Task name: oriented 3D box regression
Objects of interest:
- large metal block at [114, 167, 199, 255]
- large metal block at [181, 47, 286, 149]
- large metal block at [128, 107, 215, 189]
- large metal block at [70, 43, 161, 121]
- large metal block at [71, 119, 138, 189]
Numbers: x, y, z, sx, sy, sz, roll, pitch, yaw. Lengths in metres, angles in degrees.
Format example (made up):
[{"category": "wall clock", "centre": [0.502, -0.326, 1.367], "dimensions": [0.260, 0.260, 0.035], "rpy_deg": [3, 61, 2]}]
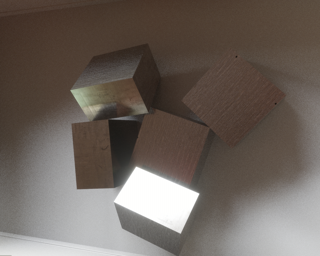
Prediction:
[{"category": "large metal block", "centre": [-0.003, 0.102, 0.373], "dimensions": [0.080, 0.080, 0.050], "rpy_deg": [21, 55, 17]}, {"category": "large metal block", "centre": [0.087, -0.033, 0.365], "dimensions": [0.080, 0.050, 0.080], "rpy_deg": [45, 104, 14]}, {"category": "large metal block", "centre": [0.017, 0.024, 0.390], "dimensions": [0.080, 0.050, 0.080], "rpy_deg": [20, 97, 18]}, {"category": "large metal block", "centre": [-0.052, -0.057, 0.391], "dimensions": [0.080, 0.080, 0.050], "rpy_deg": [-8, 129, 20]}, {"category": "large metal block", "centre": [-0.066, 0.032, 0.402], "dimensions": [0.050, 0.080, 0.080], "rpy_deg": [-6, 88, 20]}]
